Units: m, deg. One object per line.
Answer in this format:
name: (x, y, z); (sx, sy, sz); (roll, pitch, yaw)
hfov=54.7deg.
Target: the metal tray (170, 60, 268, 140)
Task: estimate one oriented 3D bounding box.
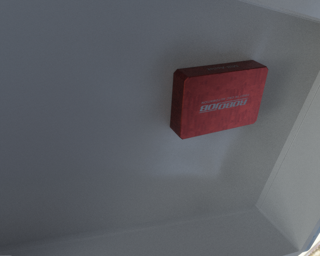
metal tray: (0.081, -0.040, 0.427); (0.131, 0.030, 0.089); (-11, 124, -23)
